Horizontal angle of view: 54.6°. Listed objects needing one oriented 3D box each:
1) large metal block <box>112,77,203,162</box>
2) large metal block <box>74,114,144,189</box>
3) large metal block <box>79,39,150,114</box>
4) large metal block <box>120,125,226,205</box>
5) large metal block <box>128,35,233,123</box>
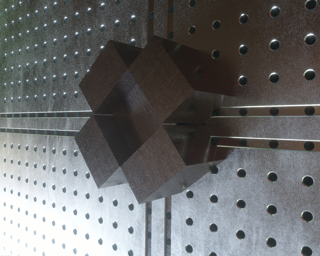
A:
[{"bbox_3d":[-0.006,-0.011,0.398,0.080,0.050,0.080,-47,61,32],"label":"large metal block"},{"bbox_3d":[-0.056,0.029,0.420,0.050,0.081,0.080,-46,63,30],"label":"large metal block"},{"bbox_3d":[-0.046,-0.063,0.413,0.080,0.081,0.050,-46,63,30],"label":"large metal block"},{"bbox_3d":[0.016,0.041,0.363,0.080,0.081,0.050,-45,63,31],"label":"large metal block"},{"bbox_3d":[0.024,-0.052,0.355,0.050,0.081,0.080,-46,63,30],"label":"large metal block"}]
